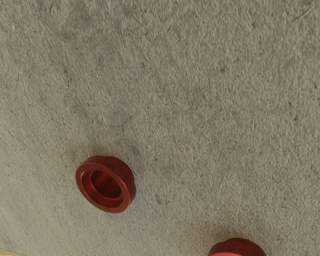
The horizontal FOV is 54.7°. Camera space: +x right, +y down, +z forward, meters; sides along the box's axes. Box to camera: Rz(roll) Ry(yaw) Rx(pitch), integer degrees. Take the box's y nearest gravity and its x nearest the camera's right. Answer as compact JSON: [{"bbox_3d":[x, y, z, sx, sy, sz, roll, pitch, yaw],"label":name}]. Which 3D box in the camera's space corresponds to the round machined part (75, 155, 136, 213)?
[{"bbox_3d":[-0.081,0.084,0.490,0.098,0.042,0.097,13,124,21],"label":"round machined part"}]

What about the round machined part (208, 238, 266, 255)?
[{"bbox_3d":[0.120,0.203,0.458,0.098,0.042,0.097,13,124,21],"label":"round machined part"}]
